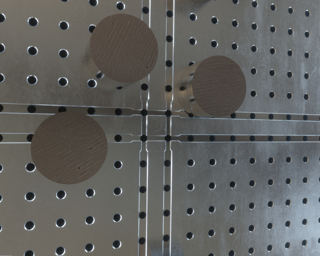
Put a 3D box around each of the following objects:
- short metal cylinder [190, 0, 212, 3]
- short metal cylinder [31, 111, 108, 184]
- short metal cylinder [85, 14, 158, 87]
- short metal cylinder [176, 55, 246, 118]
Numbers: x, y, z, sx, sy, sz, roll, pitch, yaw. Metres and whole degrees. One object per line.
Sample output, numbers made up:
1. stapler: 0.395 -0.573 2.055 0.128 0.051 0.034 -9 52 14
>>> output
1. short metal cylinder: 0.063 -0.220 0.422 0.081 0.050 0.079 0 90 -20
2. short metal cylinder: -0.106 0.021 0.360 0.081 0.050 0.079 0 90 -20
3. short metal cylinder: -0.048 -0.092 0.381 0.081 0.050 0.079 0 90 -20
4. short metal cylinder: 0.069 -0.054 0.425 0.081 0.050 0.079 0 90 -20
